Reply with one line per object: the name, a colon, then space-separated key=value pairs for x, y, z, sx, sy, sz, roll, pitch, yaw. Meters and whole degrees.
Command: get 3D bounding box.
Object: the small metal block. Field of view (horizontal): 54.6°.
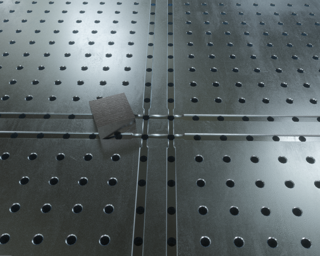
small metal block: x=-0.065 y=-0.017 z=0.422 sx=0.050 sy=0.025 sz=0.050 roll=-16 pitch=52 yaw=-13
